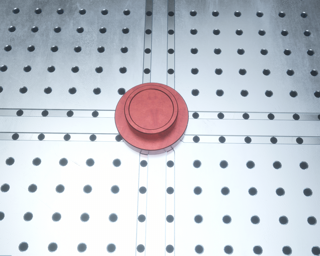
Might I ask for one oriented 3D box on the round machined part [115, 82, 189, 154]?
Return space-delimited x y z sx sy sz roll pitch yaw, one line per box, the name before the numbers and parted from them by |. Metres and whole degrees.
round machined part | -0.011 -0.017 0.409 0.099 0.042 0.098 0 70 0
